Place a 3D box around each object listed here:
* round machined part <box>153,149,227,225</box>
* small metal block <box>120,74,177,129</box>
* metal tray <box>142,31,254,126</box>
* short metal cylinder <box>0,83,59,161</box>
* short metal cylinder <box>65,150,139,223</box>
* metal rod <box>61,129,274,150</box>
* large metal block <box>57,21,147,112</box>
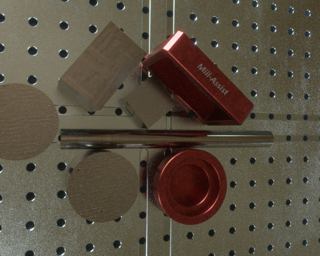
[{"bbox_3d":[0.037,0.076,0.417,0.099,0.042,0.097,0,90,-20],"label":"round machined part"},{"bbox_3d":[-0.016,-0.034,0.407,0.050,0.025,0.050,-41,103,-15],"label":"small metal block"},{"bbox_3d":[0.045,-0.056,0.394,0.130,0.090,0.030,42,77,-15],"label":"metal tray"},{"bbox_3d":[-0.155,-0.006,0.341,0.081,0.050,0.080,0,90,-20],"label":"short metal cylinder"},{"bbox_3d":[-0.071,0.066,0.373,0.081,0.050,0.080,0,90,-20],"label":"short metal cylinder"},{"bbox_3d":[0.024,0.015,0.421,0.302,0.025,0.025,1,90,-20],"label":"metal rod"},{"bbox_3d":[-0.070,-0.066,0.357,0.050,0.080,0.080,41,77,-16],"label":"large metal block"}]
